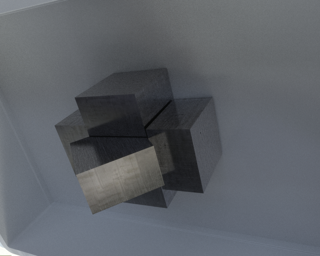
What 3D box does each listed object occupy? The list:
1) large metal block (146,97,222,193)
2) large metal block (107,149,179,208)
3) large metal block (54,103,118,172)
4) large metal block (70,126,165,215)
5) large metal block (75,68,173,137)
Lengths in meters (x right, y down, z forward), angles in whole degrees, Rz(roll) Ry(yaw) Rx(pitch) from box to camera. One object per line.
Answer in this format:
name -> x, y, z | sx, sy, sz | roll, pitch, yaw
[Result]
large metal block -> 0.033, 0.017, 0.362 | 0.050, 0.080, 0.080 | 0, 118, 28
large metal block -> -0.015, 0.057, 0.415 | 0.080, 0.080, 0.050 | 0, 118, 28
large metal block -> -0.084, 0.013, 0.425 | 0.050, 0.080, 0.080 | 0, 119, 28
large metal block -> -0.051, 0.040, 0.350 | 0.081, 0.080, 0.050 | -20, 115, -12
large metal block -> -0.039, -0.032, 0.372 | 0.080, 0.080, 0.050 | 0, 118, 28
